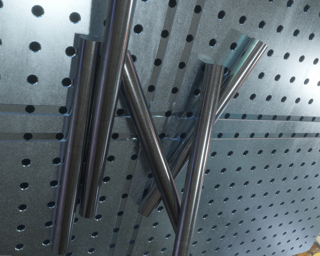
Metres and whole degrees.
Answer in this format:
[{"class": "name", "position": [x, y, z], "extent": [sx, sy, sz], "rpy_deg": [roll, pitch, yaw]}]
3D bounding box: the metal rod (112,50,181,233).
[{"class": "metal rod", "position": [-0.004, 0.042, 0.413], "extent": [0.025, 0.025, 0.298], "rpy_deg": [-26, 121, -13]}]

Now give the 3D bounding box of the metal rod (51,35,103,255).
[{"class": "metal rod", "position": [-0.105, 0.039, 0.378], "extent": [0.025, 0.025, 0.298], "rpy_deg": [1, 118, -29]}]

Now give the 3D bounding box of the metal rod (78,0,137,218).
[{"class": "metal rod", "position": [-0.065, -0.008, 0.353], "extent": [0.025, 0.025, 0.298], "rpy_deg": [-2, 125, -28]}]

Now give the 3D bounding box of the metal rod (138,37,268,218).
[{"class": "metal rod", "position": [0.055, 0.008, 0.447], "extent": [0.025, 0.025, 0.299], "rpy_deg": [23, 106, -37]}]

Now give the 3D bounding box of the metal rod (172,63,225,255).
[{"class": "metal rod", "position": [0.050, 0.062, 0.431], "extent": [0.025, 0.025, 0.298], "rpy_deg": [2, 103, -30]}]
